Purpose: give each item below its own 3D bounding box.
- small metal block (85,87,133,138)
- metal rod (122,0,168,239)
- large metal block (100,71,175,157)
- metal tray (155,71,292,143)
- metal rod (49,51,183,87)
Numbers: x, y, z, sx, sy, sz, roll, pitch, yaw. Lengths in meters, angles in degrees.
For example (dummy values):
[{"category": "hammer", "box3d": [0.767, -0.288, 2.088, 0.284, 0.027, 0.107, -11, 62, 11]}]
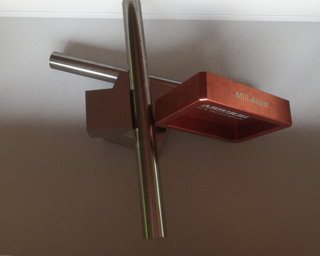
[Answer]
[{"category": "small metal block", "box3d": [-0.058, -0.018, 0.361, 0.050, 0.025, 0.050, -6, 70, -3]}, {"category": "metal rod", "box3d": [-0.022, -0.028, 0.365, 0.025, 0.025, 0.299, -6, 70, -3]}, {"category": "large metal block", "box3d": [-0.025, -0.017, 0.401, 0.080, 0.050, 0.080, 17, 71, 6]}, {"category": "metal tray", "box3d": [0.071, -0.017, 0.352, 0.131, 0.090, 0.030, 12, 68, -29]}, {"category": "metal rod", "box3d": [-0.006, -0.061, 0.431, 0.302, 0.025, 0.025, 14, 71, 4]}]
